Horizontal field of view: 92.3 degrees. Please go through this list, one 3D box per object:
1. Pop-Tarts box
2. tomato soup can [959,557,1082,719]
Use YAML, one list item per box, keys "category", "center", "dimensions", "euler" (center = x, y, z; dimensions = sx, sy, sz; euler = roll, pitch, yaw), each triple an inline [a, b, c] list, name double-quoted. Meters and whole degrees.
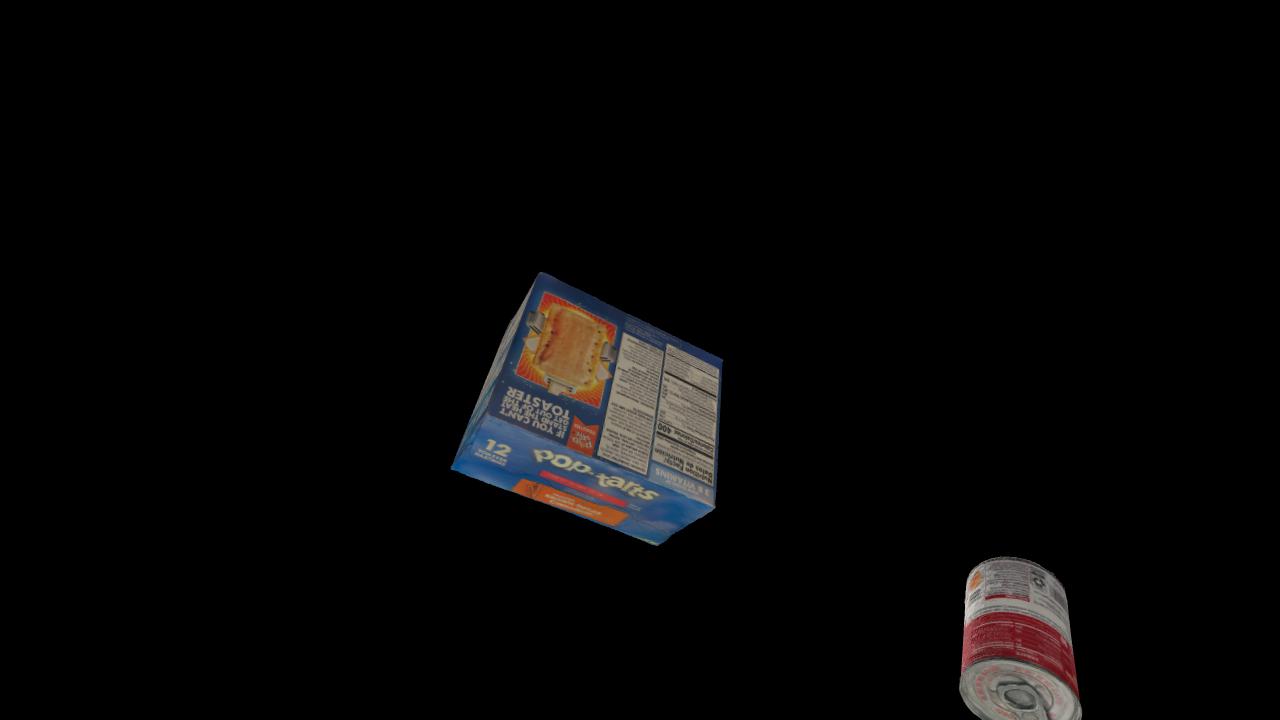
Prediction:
- category: "Pop-Tarts box"
  center: [-0.031, 0.037, 0.462]
  dimensions: [0.167, 0.141, 0.083]
  euler: [24, -45, -16]
- category: "tomato soup can"
  center: [0.264, 0.196, 0.432]
  dimensions: [0.068, 0.068, 0.101]
  euler: [0, 25, 30]
